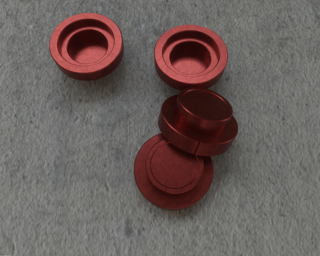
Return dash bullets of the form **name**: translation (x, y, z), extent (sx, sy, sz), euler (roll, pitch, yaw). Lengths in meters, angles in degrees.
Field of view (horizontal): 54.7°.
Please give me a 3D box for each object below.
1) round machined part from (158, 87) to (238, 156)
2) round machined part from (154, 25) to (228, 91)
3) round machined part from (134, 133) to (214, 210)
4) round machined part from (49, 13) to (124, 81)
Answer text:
- **round machined part**: translation (0.050, -0.015, 0.381), extent (0.099, 0.042, 0.098), euler (10, 39, -8)
- **round machined part**: translation (0.041, -0.092, 0.431), extent (0.099, 0.042, 0.098), euler (0, 66, 0)
- **round machined part**: translation (0.017, 0.050, 0.381), extent (0.099, 0.042, 0.098), euler (0, 70, -1)
- **round machined part**: translation (-0.100, -0.109, 0.438), extent (0.099, 0.042, 0.098), euler (0, 70, -1)
